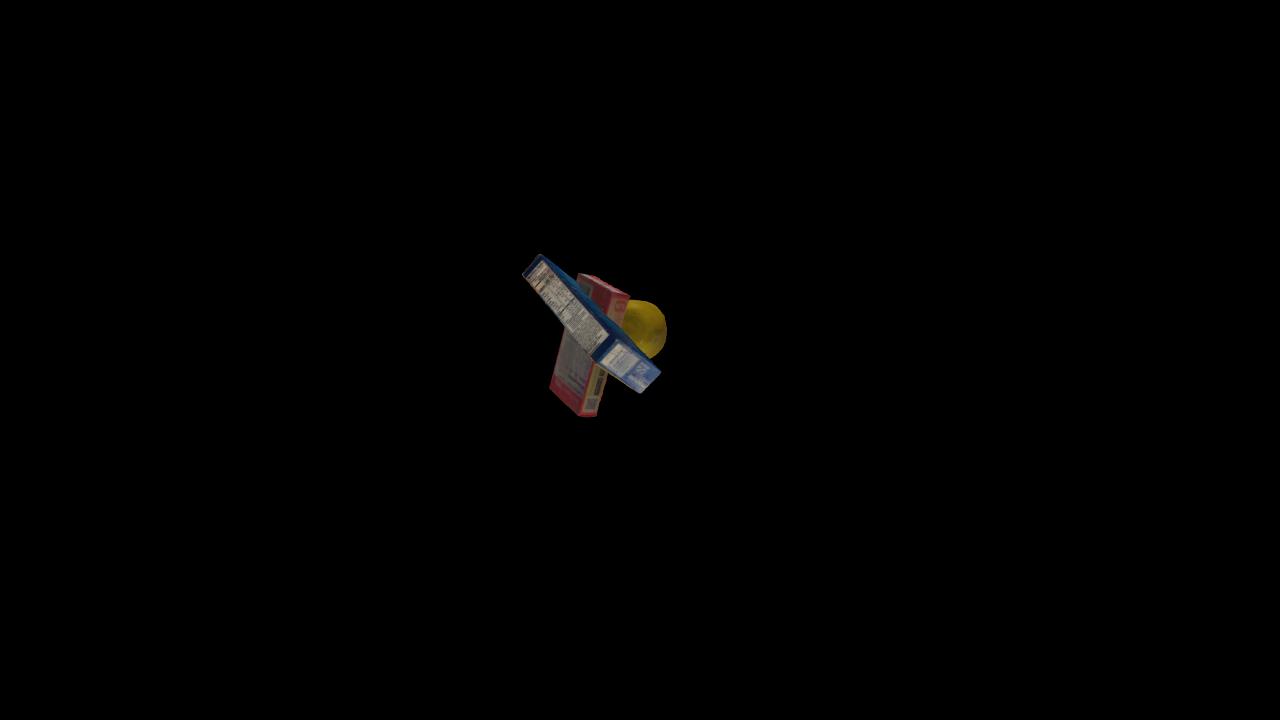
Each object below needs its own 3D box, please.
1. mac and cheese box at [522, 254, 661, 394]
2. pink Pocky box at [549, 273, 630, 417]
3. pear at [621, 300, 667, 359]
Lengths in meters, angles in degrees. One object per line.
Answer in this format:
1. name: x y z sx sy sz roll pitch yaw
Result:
1. mac and cheese box: -0.058 -0.044 0.705 0.093 0.041 0.184 35 10 -50
2. pink Pocky box: -0.063 -0.018 0.736 0.029 0.155 0.084 5 18 -37
3. pear: -0.001 -0.037 0.753 0.080 0.080 0.111 0 5 18
